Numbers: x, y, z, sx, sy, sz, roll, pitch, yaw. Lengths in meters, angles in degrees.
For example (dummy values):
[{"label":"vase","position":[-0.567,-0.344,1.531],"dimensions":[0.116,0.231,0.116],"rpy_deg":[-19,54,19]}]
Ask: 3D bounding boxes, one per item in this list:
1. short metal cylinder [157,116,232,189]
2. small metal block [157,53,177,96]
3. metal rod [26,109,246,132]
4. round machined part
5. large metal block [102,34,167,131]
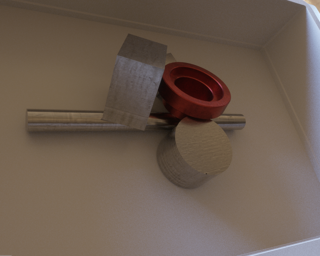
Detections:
[{"label":"short metal cylinder","position":[0.043,0.030,0.393],"dimensions":[0.081,0.050,0.080],"rpy_deg":[14,56,-21]},{"label":"small metal block","position":[0.006,-0.080,0.458],"dimensions":[0.050,0.025,0.050],"rpy_deg":[-23,75,-37]},{"label":"metal rod","position":[-0.010,-0.009,0.403],"dimensions":[0.303,0.025,0.025],"rpy_deg":[0,62,-29]},{"label":"round machined part","position":[0.042,-0.044,0.420],"dimensions":[0.099,0.042,0.098],"rpy_deg":[15,39,-12]},{"label":"large metal block","position":[-0.029,-0.056,0.370],"dimensions":[0.050,0.079,0.080],"rpy_deg":[16,32,-6]}]
